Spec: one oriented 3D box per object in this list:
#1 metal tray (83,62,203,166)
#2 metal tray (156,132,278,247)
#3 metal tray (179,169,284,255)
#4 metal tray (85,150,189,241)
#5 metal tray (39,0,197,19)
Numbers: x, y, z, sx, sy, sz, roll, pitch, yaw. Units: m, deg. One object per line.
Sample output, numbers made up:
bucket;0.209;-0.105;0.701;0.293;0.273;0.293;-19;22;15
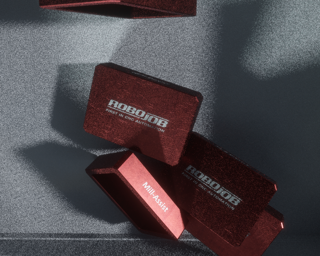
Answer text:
metal tray;-0.023;-0.019;0.381;0.130;0.030;0.089;20;110;11
metal tray;0.068;0.073;0.395;0.130;0.030;0.090;33;99;22
metal tray;0.086;0.119;0.421;0.130;0.030;0.090;34;107;17
metal tray;-0.032;0.090;0.412;0.090;0.030;0.130;-14;118;53
metal tray;-0.033;-0.125;0.292;0.090;0.131;0.030;10;108;32
